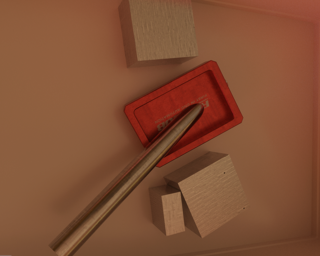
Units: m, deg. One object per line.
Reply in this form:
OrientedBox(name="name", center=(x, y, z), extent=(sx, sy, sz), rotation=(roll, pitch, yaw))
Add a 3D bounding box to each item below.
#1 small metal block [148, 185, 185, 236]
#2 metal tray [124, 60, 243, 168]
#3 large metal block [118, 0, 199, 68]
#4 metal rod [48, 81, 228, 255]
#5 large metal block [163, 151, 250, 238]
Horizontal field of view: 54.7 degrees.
OrientedBox(name="small metal block", center=(0.008, 0.105, 0.401), extent=(0.025, 0.050, 0.050), rotation=(-8, 93, -20))
OrientedBox(name="metal tray", center=(0.030, -0.019, 0.402), extent=(0.131, 0.030, 0.090), rotation=(-29, 100, -3))
OrientedBox(name="large metal block", center=(-0.003, -0.124, 0.397), extent=(0.081, 0.050, 0.079), rotation=(-9, 93, -20))
OrientedBox(name="metal rod", center=(-0.007, 0.030, 0.375), extent=(0.301, 0.025, 0.025), rotation=(-45, 105, -28))
OrientedBox(name="large metal block", center=(0.063, 0.087, 0.422), extent=(0.081, 0.050, 0.080), rotation=(-26, 99, -18))
